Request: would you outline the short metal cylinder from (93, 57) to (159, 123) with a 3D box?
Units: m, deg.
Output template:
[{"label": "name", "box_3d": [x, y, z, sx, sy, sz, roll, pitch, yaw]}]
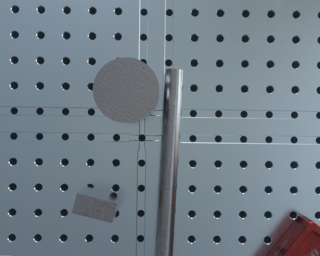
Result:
[{"label": "short metal cylinder", "box_3d": [-0.041, -0.046, 0.400, 0.081, 0.050, 0.079, 0, 90, -1]}]

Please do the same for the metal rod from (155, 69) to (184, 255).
[{"label": "metal rod", "box_3d": [0.011, 0.072, 0.413, 0.025, 0.025, 0.298, 3, 90, -1]}]

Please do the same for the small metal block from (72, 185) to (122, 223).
[{"label": "small metal block", "box_3d": [-0.079, 0.097, 0.400, 0.050, 0.050, 0.025, 15, 90, -1]}]

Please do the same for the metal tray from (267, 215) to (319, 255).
[{"label": "metal tray", "box_3d": [0.190, 0.196, 0.413, 0.090, 0.030, 0.130, 38, 90, -1]}]
